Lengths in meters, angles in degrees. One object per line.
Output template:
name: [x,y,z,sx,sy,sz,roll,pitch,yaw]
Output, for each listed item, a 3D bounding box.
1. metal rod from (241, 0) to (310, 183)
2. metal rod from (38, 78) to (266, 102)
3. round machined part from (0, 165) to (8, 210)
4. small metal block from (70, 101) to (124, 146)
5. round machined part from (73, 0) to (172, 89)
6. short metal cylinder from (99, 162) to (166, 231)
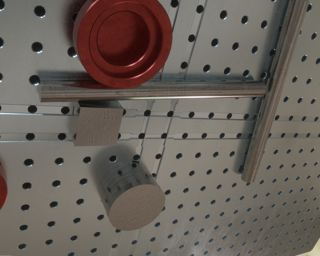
metal rod: [0.170,-0.039,0.479,0.025,0.025,0.298,-9,122,-24]
metal rod: [0.011,-0.048,0.387,0.303,0.025,0.025,-4,120,-27]
round machined part: [-0.216,0.074,0.328,0.099,0.042,0.097,-14,124,-21]
small metal block: [-0.075,-0.007,0.366,0.050,0.025,0.050,1,118,-29]
round machined part: [-0.040,-0.094,0.320,0.099,0.042,0.097,-14,124,-21]
short metal cylinder: [-0.039,0.095,0.432,0.081,0.050,0.079,-14,124,-21]
